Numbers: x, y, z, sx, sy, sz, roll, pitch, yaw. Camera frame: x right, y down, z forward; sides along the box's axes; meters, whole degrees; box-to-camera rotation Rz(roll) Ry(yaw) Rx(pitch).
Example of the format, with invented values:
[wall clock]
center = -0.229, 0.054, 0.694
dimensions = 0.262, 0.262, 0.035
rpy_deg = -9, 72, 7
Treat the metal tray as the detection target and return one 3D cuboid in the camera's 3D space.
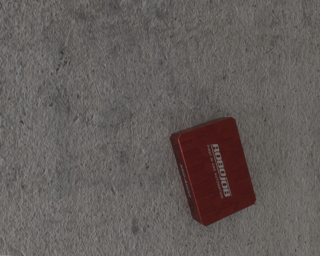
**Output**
[metal tray]
center = 0.075, 0.058, 0.434
dimensions = 0.091, 0.030, 0.129
rpy_deg = -18, 96, -19
